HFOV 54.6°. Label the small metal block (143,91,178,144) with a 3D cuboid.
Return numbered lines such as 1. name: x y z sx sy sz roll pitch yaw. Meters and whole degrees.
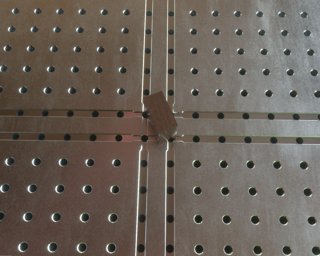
1. small metal block: 0.001 -0.012 0.403 0.025 0.050 0.050 -21 72 -7
